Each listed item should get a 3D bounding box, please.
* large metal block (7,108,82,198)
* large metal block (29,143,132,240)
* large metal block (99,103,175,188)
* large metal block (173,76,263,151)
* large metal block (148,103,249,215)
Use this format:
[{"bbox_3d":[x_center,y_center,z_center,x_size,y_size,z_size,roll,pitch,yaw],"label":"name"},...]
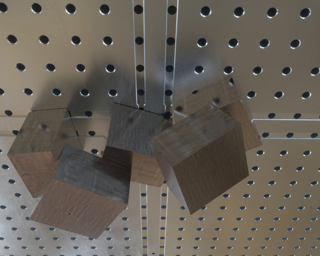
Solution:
[{"bbox_3d":[-0.142,0.032,0.400,0.050,0.080,0.080,-5,130,4],"label":"large metal block"},{"bbox_3d":[-0.089,0.074,0.351,0.080,0.050,0.080,25,125,-20],"label":"large metal block"},{"bbox_3d":[-0.029,0.021,0.392,0.081,0.080,0.050,15,129,-13],"label":"large metal block"},{"bbox_3d":[0.072,-0.006,0.391,0.080,0.050,0.080,-24,127,18],"label":"large metal block"},{"bbox_3d":[0.044,0.033,0.334,0.080,0.050,0.080,-31,130,-13],"label":"large metal block"}]
